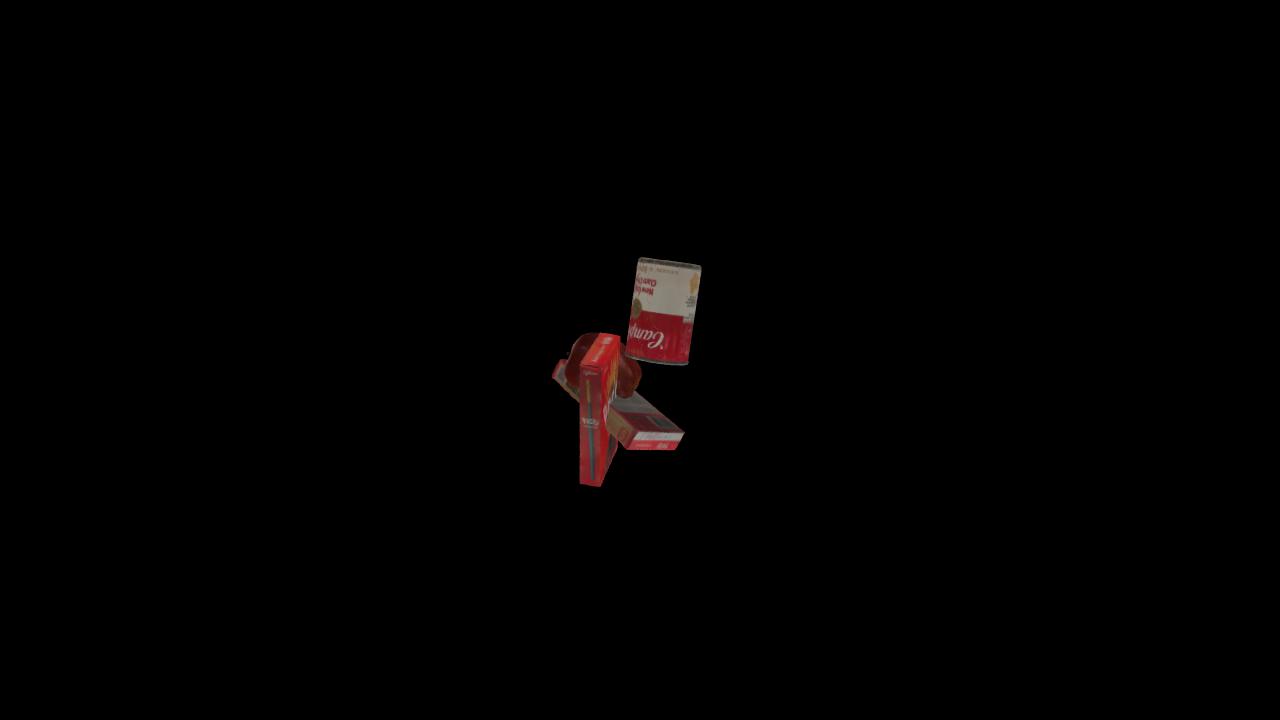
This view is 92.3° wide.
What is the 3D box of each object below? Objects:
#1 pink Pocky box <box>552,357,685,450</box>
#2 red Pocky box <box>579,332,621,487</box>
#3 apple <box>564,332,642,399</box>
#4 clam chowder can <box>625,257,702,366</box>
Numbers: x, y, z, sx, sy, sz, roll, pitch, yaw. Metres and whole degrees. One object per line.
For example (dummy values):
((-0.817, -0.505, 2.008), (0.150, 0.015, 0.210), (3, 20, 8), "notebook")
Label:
((-0.028, 0.051, 0.715), (0.084, 0.029, 0.155), (11, 22, -48), "pink Pocky box")
((-0.044, 0.056, 0.685), (0.028, 0.155, 0.083), (8, 28, 10), "red Pocky box")
((-0.045, 0.010, 0.721), (0.093, 0.079, 0.079), (28, 4, 8), "apple")
((0.024, -0.050, 0.632), (0.068, 0.102, 0.068), (8, 8, -1), "clam chowder can")
